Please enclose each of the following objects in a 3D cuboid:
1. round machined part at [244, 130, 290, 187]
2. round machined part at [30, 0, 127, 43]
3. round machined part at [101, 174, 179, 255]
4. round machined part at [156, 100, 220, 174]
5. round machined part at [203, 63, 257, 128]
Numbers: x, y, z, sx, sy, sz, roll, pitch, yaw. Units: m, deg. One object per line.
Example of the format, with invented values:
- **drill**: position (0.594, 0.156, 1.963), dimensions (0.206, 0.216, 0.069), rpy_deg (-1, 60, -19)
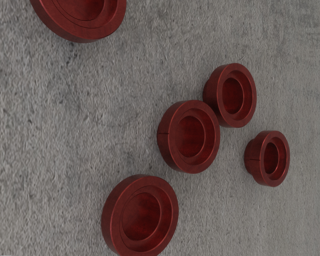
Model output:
- **round machined part**: position (0.186, 0.053, 0.550), dimensions (0.099, 0.042, 0.097), rpy_deg (0, 90, -40)
- **round machined part**: position (-0.087, -0.137, 0.320), dimensions (0.099, 0.042, 0.097), rpy_deg (0, 90, -40)
- **round machined part**: position (-0.027, 0.104, 0.371), dimensions (0.099, 0.042, 0.097), rpy_deg (0, 90, -40)
- **round machined part**: position (0.034, 0.011, 0.422), dimensions (0.099, 0.042, 0.097), rpy_deg (0, 90, -40)
- **round machined part**: position (0.104, -0.049, 0.481), dimensions (0.099, 0.042, 0.097), rpy_deg (0, 90, -40)
